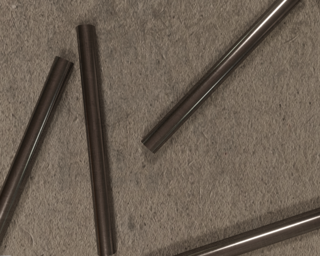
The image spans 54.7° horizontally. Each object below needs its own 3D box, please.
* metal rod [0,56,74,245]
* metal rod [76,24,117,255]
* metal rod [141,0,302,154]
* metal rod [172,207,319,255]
[{"bbox_3d":[-0.181,0.049,0.407,0.025,0.025,0.299,22,90,-1],"label":"metal rod"},{"bbox_3d":[-0.084,0.016,0.408,0.025,0.025,0.298,-5,90,-1],"label":"metal rod"},{"bbox_3d":[0.088,-0.083,0.411,0.025,0.025,0.300,44,90,-1],"label":"metal rod"},{"bbox_3d":[0.122,0.149,0.411,0.302,0.025,0.025,-18,90,-1],"label":"metal rod"}]
